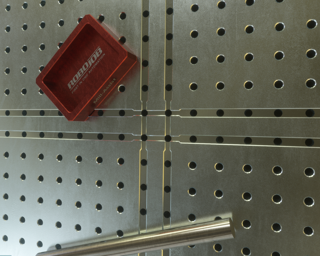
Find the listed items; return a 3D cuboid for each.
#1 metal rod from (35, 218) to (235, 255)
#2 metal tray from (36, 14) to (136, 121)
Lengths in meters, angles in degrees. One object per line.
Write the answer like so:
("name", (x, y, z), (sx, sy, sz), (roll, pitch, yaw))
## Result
("metal rod", (-0.048, 0.163, 0.428), (0.301, 0.025, 0.025), (-17, 85, 18))
("metal tray", (-0.109, -0.084, 0.446), (0.090, 0.030, 0.130), (47, 104, 13))
